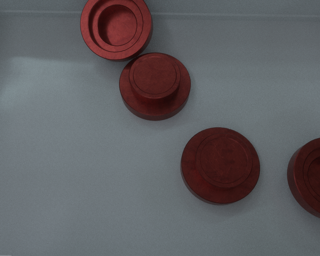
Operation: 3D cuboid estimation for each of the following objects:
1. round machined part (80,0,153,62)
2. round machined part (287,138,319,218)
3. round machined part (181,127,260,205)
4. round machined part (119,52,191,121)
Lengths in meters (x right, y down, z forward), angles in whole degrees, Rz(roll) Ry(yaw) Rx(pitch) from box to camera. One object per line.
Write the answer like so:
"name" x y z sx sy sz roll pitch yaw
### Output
"round machined part" -0.058 -0.143 0.439 0.099 0.042 0.097 1 95 6
"round machined part" 0.205 0.064 0.380 0.099 0.042 0.098 0 70 -1
"round machined part" 0.076 0.044 0.385 0.099 0.042 0.098 0 70 -1
"round machined part" -0.007 -0.063 0.423 0.099 0.042 0.098 0 70 -1
